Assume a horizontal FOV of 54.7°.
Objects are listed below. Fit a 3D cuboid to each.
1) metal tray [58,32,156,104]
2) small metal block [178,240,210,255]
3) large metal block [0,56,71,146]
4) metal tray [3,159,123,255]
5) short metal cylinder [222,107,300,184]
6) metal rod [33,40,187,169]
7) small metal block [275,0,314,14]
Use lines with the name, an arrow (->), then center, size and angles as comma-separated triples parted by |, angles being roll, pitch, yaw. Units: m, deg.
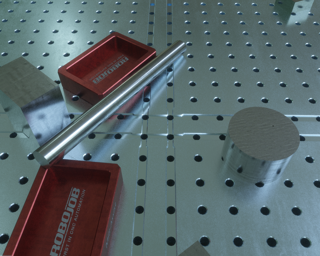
metal tray -> -0.078, -0.094, 0.482 | 0.090, 0.030, 0.131 | 29, 56, 22
small metal block -> 0.038, 0.137, 0.277 | 0.025, 0.050, 0.050 | -30, 56, -22
large metal block -> -0.164, -0.032, 0.397 | 0.080, 0.080, 0.050 | 35, 59, 26
metal tray -> -0.095, 0.096, 0.322 | 0.091, 0.030, 0.130 | 5, 50, 4
short metal cylinder -> 0.119, 0.020, 0.375 | 0.080, 0.050, 0.080 | 0, 50, 0
metal rod -> -0.047, -0.051, 0.429 | 0.025, 0.025, 0.301 | 26, 48, 20
small metal block -> 0.273, -0.259, 0.627 | 0.050, 0.025, 0.050 | -20, 53, -16
